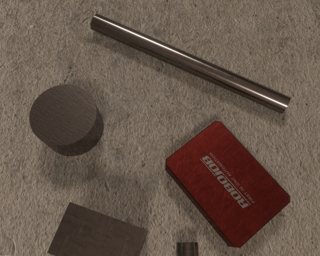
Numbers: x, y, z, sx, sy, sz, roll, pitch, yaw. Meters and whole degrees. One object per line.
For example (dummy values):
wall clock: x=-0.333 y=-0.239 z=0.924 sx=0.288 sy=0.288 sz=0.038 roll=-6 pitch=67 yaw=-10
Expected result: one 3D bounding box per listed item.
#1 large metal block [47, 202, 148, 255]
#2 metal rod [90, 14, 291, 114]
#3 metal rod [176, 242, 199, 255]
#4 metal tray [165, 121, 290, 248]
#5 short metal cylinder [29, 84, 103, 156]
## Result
large metal block: x=-0.060 y=0.121 z=0.334 sx=0.080 sy=0.080 sz=0.050 roll=18 pitch=71 yaw=6
metal rod: x=0.037 y=-0.095 z=0.443 sx=0.301 sy=0.025 sz=0.025 roll=26 pitch=72 yaw=8
metal rod: x=0.032 y=0.273 z=0.308 sx=0.025 sy=0.025 sz=0.299 roll=0 pitch=70 yaw=-1
metal tray: x=0.080 y=0.067 z=0.382 sx=0.090 sy=0.030 sz=0.130 roll=-37 pitch=74 yaw=-13
short metal cylinder: x=-0.117 y=-0.009 z=0.397 sx=0.081 sy=0.050 sz=0.080 roll=0 pitch=70 yaw=0
